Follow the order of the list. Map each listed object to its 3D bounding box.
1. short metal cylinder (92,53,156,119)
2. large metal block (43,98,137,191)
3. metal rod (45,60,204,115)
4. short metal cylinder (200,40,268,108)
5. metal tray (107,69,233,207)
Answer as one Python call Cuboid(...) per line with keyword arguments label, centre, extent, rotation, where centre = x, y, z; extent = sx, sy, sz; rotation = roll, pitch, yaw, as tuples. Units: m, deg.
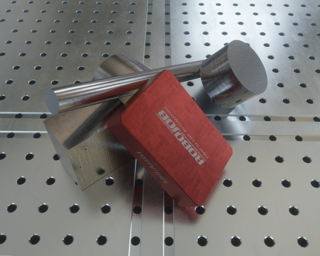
Cuboid(label="short metal cylinder", centre=(-0.044, -0.053, 0.416), extent=(0.080, 0.080, 0.050), rotation=(-36, 59, -27))
Cuboid(label="large metal block", centre=(-0.076, 0.014, 0.359), extent=(0.081, 0.080, 0.050), rotation=(-33, 58, -25))
Cuboid(label="metal rod", centre=(0.001, -0.064, 0.392), extent=(0.025, 0.025, 0.302), rotation=(39, 39, 27))
Cuboid(label="short metal cylinder", centre=(0.102, -0.073, 0.429), extent=(0.081, 0.050, 0.080), rotation=(17, 60, -33))
Cuboid(label="metal tray", centre=(0.017, 0.012, 0.343), extent=(0.130, 0.030, 0.090), rotation=(49, 55, -15))
